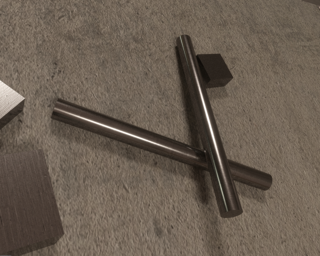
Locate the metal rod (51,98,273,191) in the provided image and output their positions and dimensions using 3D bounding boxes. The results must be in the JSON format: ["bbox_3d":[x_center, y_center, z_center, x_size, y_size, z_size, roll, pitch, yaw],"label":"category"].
[{"bbox_3d":[0.016,0.027,0.396,0.302,0.025,0.025,20,54,-17],"label":"metal rod"}]

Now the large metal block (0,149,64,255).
[{"bbox_3d":[-0.138,0.071,0.270,0.081,0.050,0.080,-9,66,-32],"label":"large metal block"}]

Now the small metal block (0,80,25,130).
[{"bbox_3d":[-0.180,-0.025,0.322,0.050,0.025,0.050,37,51,-4],"label":"small metal block"}]

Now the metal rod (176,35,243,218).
[{"bbox_3d":[0.060,-0.025,0.430,0.025,0.025,0.299,9,51,-24],"label":"metal rod"}]

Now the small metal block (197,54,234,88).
[{"bbox_3d":[0.085,-0.094,0.509,0.050,0.025,0.050,-11,67,-33],"label":"small metal block"}]
